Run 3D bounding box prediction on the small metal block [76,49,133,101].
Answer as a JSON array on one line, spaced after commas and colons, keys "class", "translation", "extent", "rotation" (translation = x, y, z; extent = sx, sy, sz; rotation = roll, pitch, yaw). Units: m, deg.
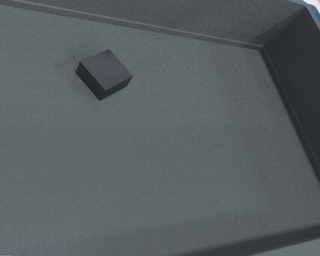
[{"class": "small metal block", "translation": [-0.073, -0.071, 0.411], "extent": [0.050, 0.025, 0.050], "rotation": [49, 51, 6]}]
